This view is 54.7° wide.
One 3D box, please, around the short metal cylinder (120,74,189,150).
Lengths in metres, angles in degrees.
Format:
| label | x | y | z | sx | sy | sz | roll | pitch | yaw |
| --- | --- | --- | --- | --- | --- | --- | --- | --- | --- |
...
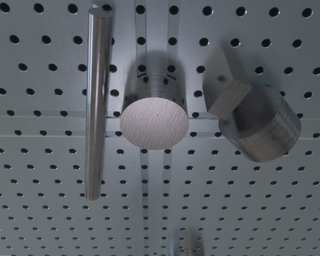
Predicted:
| label | x | y | z | sx | sy | sz | roll | pitch | yaw |
| --- | --- | --- | --- | --- | --- | --- | --- | --- | --- |
| short metal cylinder | -0.006 | -0.019 | 0.379 | 0.081 | 0.050 | 0.079 | 0 | 130 | 0 |

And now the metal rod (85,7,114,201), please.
| label | x | y | z | sx | sy | sz | roll | pitch | yaw |
| --- | --- | --- | --- | --- | --- | --- | --- | --- | --- |
| metal rod | -0.084 | -0.005 | 0.406 | 0.025 | 0.025 | 0.298 | 7 | 130 | -6 |

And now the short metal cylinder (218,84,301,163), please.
| label | x | y | z | sx | sy | sz | roll | pitch | yaw |
| --- | --- | --- | --- | --- | --- | --- | --- | --- | --- |
| short metal cylinder | 0.119 | -0.006 | 0.372 | 0.080 | 0.080 | 0.050 | -33 | 123 | 25 |

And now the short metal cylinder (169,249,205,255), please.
| label | x | y | z | sx | sy | sz | roll | pitch | yaw |
| --- | --- | --- | --- | --- | --- | --- | --- | --- | --- |
| short metal cylinder | 0.058 | 0.298 | 0.650 | 0.081 | 0.050 | 0.079 | 0 | 130 | 0 |

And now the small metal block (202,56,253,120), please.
| label | x | y | z | sx | sy | sz | roll | pitch | yaw |
| --- | --- | --- | --- | --- | --- | --- | --- | --- | --- |
| small metal block | 0.075 | -0.046 | 0.357 | 0.025 | 0.050 | 0.050 | 21 | 127 | -17 |
